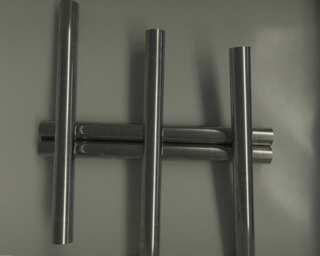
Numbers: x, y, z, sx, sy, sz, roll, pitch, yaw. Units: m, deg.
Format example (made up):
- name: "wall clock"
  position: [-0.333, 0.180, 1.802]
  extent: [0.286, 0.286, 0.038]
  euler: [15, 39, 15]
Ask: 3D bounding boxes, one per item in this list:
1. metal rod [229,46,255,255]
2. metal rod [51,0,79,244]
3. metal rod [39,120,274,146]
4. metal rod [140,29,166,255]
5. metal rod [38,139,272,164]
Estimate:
- name: "metal rod"
  position: [0.104, 0.052, 0.389]
  extent: [0.025, 0.025, 0.298]
  euler: [-4, 98, 0]
- name: "metal rod"
  position: [-0.117, -0.014, 0.385]
  extent: [0.025, 0.025, 0.298]
  euler: [-1, 82, -1]
- name: "metal rod"
  position: [-0.004, 0.007, 0.410]
  extent: [0.302, 0.025, 0.025]
  euler: [2, 90, -1]
- name: "metal rod"
  position: [-0.009, 0.030, 0.385]
  extent: [0.025, 0.025, 0.298]
  euler: [1, 90, -1]
- name: "metal rod"
  position: [-0.006, 0.031, 0.410]
  extent: [0.302, 0.025, 0.025]
  euler: [2, 90, -1]
